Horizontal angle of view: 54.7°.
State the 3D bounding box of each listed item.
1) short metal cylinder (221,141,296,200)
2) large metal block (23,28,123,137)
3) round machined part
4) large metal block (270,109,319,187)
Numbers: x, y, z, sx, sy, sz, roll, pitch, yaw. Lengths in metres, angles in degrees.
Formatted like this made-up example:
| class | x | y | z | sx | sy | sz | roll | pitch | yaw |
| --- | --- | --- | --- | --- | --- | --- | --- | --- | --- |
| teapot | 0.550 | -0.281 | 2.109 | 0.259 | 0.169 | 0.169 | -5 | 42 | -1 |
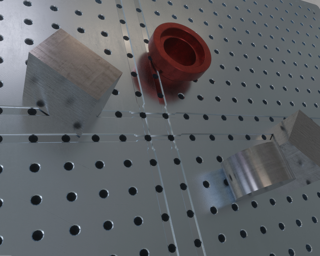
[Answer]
| class | x | y | z | sx | sy | sz | roll | pitch | yaw |
| --- | --- | --- | --- | --- | --- | --- | --- | --- | --- |
| short metal cylinder | 0.127 | 0.058 | 0.406 | 0.081 | 0.080 | 0.050 | -5 | 65 | -31 |
| large metal block | -0.100 | -0.048 | 0.348 | 0.080 | 0.080 | 0.050 | 36 | 51 | -5 |
| round machined part | 0.027 | -0.112 | 0.480 | 0.099 | 0.042 | 0.098 | 14 | 56 | -21 |
| large metal block | 0.226 | 0.031 | 0.494 | 0.080 | 0.050 | 0.080 | 40 | 51 | -1 |
